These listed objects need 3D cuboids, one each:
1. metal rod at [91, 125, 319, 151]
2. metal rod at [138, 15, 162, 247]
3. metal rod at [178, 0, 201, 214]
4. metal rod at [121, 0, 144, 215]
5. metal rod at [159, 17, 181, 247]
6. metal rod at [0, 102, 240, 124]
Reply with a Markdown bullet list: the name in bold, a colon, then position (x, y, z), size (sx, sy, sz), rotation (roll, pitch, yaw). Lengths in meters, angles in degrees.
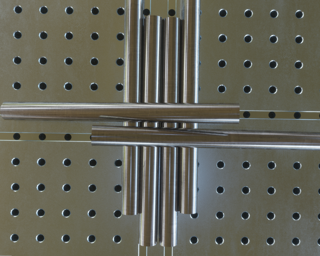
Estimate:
- **metal rod**: position (0.068, 0.013, 0.393), size (0.302, 0.025, 0.025), rotation (2, 90, -9)
- **metal rod**: position (-0.013, 0.004, 0.412), size (0.025, 0.025, 0.298), rotation (1, 90, 0)
- **metal rod**: position (0.039, -0.038, 0.413), size (0.025, 0.025, 0.298), rotation (1, 90, 0)
- **metal rod**: position (-0.037, -0.037, 0.412), size (0.025, 0.025, 0.298), rotation (1, 90, 0)
- **metal rod**: position (0.014, 0.005, 0.414), size (0.025, 0.025, 0.298), rotation (1, 90, 0)
- **metal rod**: position (-0.056, -0.020, 0.390), size (0.301, 0.025, 0.025), rotation (1, 90, 9)
